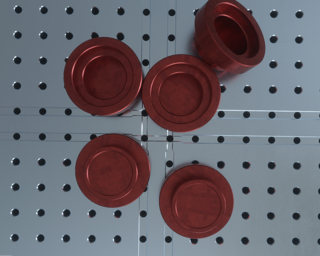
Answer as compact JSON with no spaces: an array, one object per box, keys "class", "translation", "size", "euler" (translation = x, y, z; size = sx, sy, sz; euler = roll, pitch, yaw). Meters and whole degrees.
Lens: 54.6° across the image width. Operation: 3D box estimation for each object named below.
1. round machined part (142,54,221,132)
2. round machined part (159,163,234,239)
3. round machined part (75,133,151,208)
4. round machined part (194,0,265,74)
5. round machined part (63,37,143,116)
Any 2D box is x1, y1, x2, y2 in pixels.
[{"class":"round machined part","translation":[0.027,-0.043,0.405],"size":[0.099,0.042,0.097],"euler":[0,90,0]},{"class":"round machined part","translation":[0.048,0.097,0.405],"size":[0.099,0.042,0.097],"euler":[0,90,0]},{"class":"round machined part","translation":[-0.062,0.056,0.405],"size":[0.099,0.042,0.097],"euler":[0,90,0]},{"class":"round machined part","translation":[0.082,-0.111,0.389],"size":[0.099,0.042,0.098],"euler":[13,65,-29]},{"class":"round machined part","translation":[-0.070,-0.064,0.402],"size":[0.098,0.042,0.097],"euler":[0,89,4]}]
